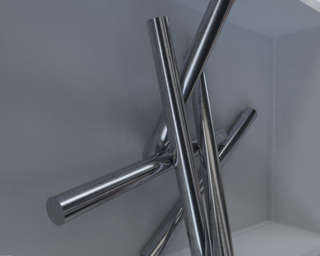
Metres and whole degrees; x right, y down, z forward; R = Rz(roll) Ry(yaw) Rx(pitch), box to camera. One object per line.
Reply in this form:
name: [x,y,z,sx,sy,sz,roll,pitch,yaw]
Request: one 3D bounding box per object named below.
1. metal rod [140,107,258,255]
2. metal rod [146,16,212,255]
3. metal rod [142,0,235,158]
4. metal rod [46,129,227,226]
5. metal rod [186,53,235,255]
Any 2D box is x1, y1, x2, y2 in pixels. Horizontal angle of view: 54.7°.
metal rod: [0.072,0.071,0.469,0.301,0.025,0.025,-48,119,-29]
metal rod: [0.026,0.026,0.358,0.025,0.025,0.298,-17,99,-39]
metal rod: [0.046,-0.089,0.357,0.025,0.025,0.298,8,113,-40]
metal rod: [0.004,0.041,0.372,0.302,0.025,0.025,-17,102,-51]
metal rod: [0.063,0.031,0.402,0.025,0.025,0.299,12,64,-40]
